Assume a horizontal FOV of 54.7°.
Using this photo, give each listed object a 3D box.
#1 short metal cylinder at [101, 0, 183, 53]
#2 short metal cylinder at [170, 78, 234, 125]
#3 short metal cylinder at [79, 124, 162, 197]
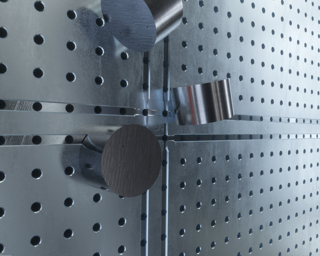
[{"bbox_3d":[-0.021,-0.135,0.357,0.050,0.080,0.080,-47,118,-30],"label":"short metal cylinder"},{"bbox_3d":[0.057,-0.037,0.424,0.081,0.080,0.050,-17,101,-39],"label":"short metal cylinder"},{"bbox_3d":[-0.045,0.035,0.357,0.081,0.050,0.079,0,90,-40],"label":"short metal cylinder"}]
